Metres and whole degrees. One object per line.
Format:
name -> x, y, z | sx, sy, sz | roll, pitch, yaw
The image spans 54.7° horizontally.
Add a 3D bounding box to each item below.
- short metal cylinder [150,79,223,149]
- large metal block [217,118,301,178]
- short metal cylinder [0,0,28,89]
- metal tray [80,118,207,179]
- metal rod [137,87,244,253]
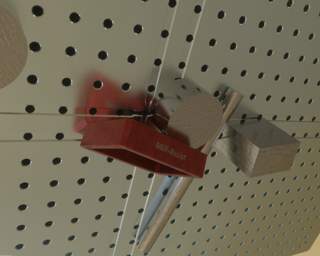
short metal cylinder -> 0.034, -0.018, 0.405 | 0.081, 0.050, 0.079 | -14, 125, -21
large metal block -> 0.150, 0.027, 0.477 | 0.081, 0.080, 0.050 | -5, 121, -26
short metal cylinder -> -0.158, -0.076, 0.262 | 0.081, 0.050, 0.079 | -14, 125, -21
metal tray -> -0.017, 0.028, 0.377 | 0.131, 0.090, 0.030 | 26, 70, -38
metal rod -> 0.041, 0.074, 0.481 | 0.025, 0.025, 0.298 | 17, 109, -35
